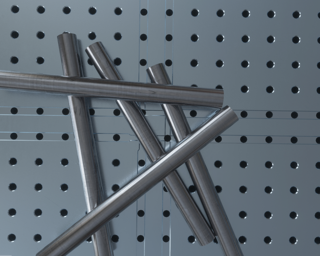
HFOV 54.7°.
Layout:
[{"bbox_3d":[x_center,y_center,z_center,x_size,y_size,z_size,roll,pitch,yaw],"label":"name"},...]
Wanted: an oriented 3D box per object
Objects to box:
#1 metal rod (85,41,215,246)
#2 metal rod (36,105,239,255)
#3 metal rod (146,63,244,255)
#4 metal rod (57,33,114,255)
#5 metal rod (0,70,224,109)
[{"bbox_3d":[-0.013,0.021,0.413,0.025,0.025,0.299,-30,90,0],"label":"metal rod"},{"bbox_3d":[-0.028,0.073,0.388,0.300,0.025,0.025,-38,90,-1],"label":"metal rod"},{"bbox_3d":[0.051,0.056,0.414,0.025,0.025,0.299,-23,90,0],"label":"metal rod"},{"bbox_3d":[-0.099,0.025,0.411,0.025,0.025,0.298,-10,90,0],"label":"metal rod"},{"bbox_3d":[-0.073,-0.049,0.388,0.302,0.025,0.025,5,90,-1],"label":"metal rod"}]
